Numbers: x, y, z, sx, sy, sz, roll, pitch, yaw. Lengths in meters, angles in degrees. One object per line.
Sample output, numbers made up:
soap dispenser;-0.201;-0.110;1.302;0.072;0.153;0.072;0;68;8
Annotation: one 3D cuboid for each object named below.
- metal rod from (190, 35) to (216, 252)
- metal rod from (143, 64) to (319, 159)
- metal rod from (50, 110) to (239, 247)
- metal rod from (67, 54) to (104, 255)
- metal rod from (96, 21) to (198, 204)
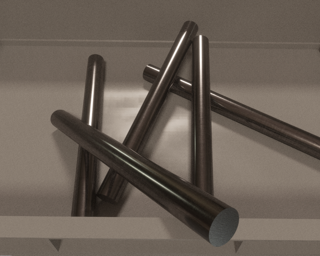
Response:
metal rod;0.052;-0.005;0.387;0.025;0.025;0.300;3;57;2
metal rod;0.106;-0.023;0.425;0.301;0.025;0.025;27;55;20
metal rod;-0.048;0.023;0.299;0.025;0.025;0.300;-33;31;-25
metal rod;-0.090;0.007;0.398;0.025;0.025;0.300;-3;50;-3
metal rod;-0.005;-0.041;0.414;0.025;0.025;0.300;17;59;13
